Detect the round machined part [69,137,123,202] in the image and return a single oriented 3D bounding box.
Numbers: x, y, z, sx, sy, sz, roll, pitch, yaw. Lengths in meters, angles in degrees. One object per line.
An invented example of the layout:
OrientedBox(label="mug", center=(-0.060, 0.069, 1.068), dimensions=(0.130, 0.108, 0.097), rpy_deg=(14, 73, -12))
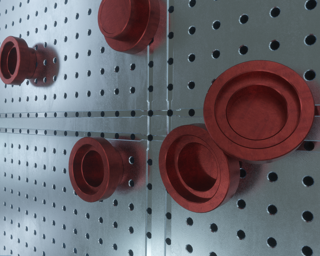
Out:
OrientedBox(label="round machined part", center=(-0.095, 0.062, 0.478), dimensions=(0.098, 0.042, 0.097), rpy_deg=(0, 90, 40))

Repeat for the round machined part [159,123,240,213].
OrientedBox(label="round machined part", center=(0.048, 0.043, 0.354), dimensions=(0.098, 0.042, 0.097), rpy_deg=(8, 102, 43))

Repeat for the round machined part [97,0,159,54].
OrientedBox(label="round machined part", center=(-0.051, -0.158, 0.442), dimensions=(0.098, 0.042, 0.097), rpy_deg=(0, 90, 40))

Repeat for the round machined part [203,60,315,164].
OrientedBox(label="round machined part", center=(0.094, -0.013, 0.304), dimensions=(0.098, 0.042, 0.098), rpy_deg=(-4, 74, 15))

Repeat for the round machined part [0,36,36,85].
OrientedBox(label="round machined part", center=(-0.293, -0.137, 0.643), dimensions=(0.098, 0.042, 0.097), rpy_deg=(0, 90, 40))
